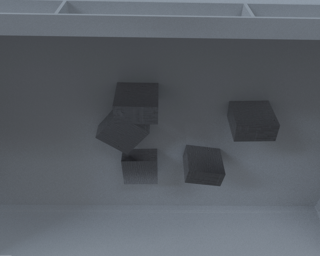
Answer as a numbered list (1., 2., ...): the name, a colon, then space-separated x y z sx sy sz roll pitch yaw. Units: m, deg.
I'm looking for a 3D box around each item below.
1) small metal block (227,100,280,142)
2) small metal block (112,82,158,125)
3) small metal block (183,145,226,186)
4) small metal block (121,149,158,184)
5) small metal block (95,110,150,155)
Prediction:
1. small metal block: 0.114 -0.009 0.386 0.050 0.050 0.025 -1 130 0
2. small metal block: -0.027 -0.030 0.367 0.050 0.050 0.025 1 130 -1
3. small metal block: 0.061 0.052 0.438 0.050 0.050 0.025 7 130 -6
4. small metal block: -0.029 0.057 0.457 0.050 0.025 0.050 -1 130 0
5. small metal block: -0.049 0.002 0.410 0.050 0.025 0.050 32 123 -24
